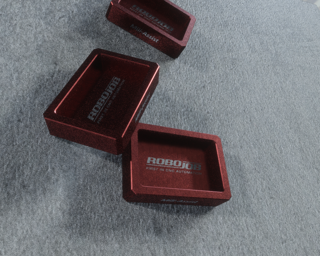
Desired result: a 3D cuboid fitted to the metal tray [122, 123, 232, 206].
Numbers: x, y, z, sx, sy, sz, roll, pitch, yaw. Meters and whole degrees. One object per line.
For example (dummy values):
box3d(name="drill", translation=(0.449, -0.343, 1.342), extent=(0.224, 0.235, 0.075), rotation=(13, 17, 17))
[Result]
box3d(name="metal tray", translation=(0.020, 0.047, 0.384), extent=(0.131, 0.030, 0.090), rotation=(9, 58, -24))

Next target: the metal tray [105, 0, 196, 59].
box3d(name="metal tray", translation=(-0.011, -0.180, 0.505), extent=(0.131, 0.030, 0.090), rotation=(28, 52, -11))

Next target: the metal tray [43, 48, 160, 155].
box3d(name="metal tray", translation=(-0.063, -0.037, 0.369), extent=(0.090, 0.030, 0.130), rotation=(16, 52, 9))
